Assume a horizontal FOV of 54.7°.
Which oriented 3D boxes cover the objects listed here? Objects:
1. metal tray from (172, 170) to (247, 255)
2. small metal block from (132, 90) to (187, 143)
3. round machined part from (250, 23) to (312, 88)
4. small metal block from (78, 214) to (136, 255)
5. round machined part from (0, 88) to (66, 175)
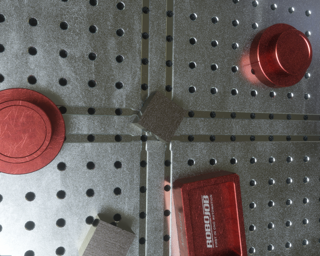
[{"bbox_3d":[0.071,0.132,0.436,0.091,0.030,0.129,-8,93,-20],"label":"metal tray"},{"bbox_3d":[0.000,-0.014,0.412,0.050,0.025,0.050,34,79,-17],"label":"small metal block"},{"bbox_3d":[0.191,-0.112,0.473,0.099,0.042,0.097,0,90,-20],"label":"round machined part"},{"bbox_3d":[-0.066,0.144,0.388,0.050,0.025,0.050,30,80,-18],"label":"small metal block"},{"bbox_3d":[-0.157,0.004,0.346,0.099,0.042,0.097,0,90,-20],"label":"round machined part"}]
